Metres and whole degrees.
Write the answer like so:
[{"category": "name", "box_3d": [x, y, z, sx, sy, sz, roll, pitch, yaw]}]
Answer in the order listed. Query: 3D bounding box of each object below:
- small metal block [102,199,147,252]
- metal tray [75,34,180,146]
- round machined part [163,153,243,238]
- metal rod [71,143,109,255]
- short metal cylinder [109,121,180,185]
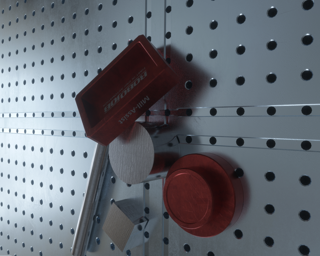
[{"category": "small metal block", "box_3d": [-0.052, 0.141, 0.450, 0.050, 0.025, 0.050, 36, 112, 33]}, {"category": "metal tray", "box_3d": [-0.047, -0.050, 0.400, 0.130, 0.030, 0.090, -41, 46, 11]}, {"category": "round machined part", "box_3d": [0.042, 0.079, 0.362, 0.098, 0.042, 0.097, 0, 90, 39]}, {"category": "metal rod", "box_3d": [-0.098, 0.067, 0.487, 0.025, 0.025, 0.298, 24, 105, 37]}, {"category": "short metal cylinder", "box_3d": [-0.022, 0.031, 0.409, 0.080, 0.050, 0.079, 0, 90, 39]}]
